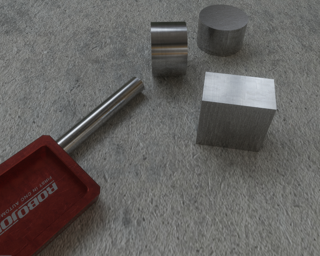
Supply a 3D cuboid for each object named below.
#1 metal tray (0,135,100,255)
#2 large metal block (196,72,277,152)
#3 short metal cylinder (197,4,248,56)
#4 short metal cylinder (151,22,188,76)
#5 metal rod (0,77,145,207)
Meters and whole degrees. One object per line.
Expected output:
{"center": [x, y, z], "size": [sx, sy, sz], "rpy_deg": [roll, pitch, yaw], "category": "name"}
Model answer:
{"center": [-0.138, 0.079, 0.313], "size": [0.090, 0.030, 0.131], "rpy_deg": [44, 59, 8], "category": "metal tray"}
{"center": [0.090, -0.018, 0.384], "size": [0.080, 0.080, 0.050], "rpy_deg": [8, 51, 6], "category": "large metal block"}
{"center": [0.105, -0.167, 0.528], "size": [0.081, 0.050, 0.080], "rpy_deg": [0, 50, 0], "category": "short metal cylinder"}
{"center": [0.012, -0.119, 0.467], "size": [0.050, 0.080, 0.080], "rpy_deg": [-1, 50, -1], "category": "short metal cylinder"}
{"center": [-0.123, 0.027, 0.379], "size": [0.025, 0.025, 0.301], "rpy_deg": [30, 56, 22], "category": "metal rod"}
